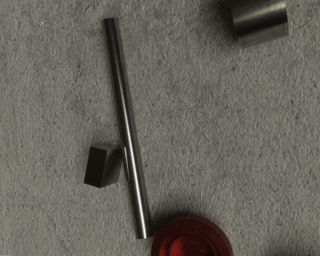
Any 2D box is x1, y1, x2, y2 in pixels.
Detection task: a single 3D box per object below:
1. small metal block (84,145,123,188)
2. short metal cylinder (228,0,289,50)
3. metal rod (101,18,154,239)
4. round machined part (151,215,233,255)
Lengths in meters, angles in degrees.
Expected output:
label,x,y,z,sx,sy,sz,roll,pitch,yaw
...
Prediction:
label,x,y,z,sx,sy,sz,roll,pitch,yaw
small metal block,-0.075,0.050,0.422,0.025,0.050,0.050,13,94,19
short metal cylinder,0.106,-0.133,0.342,0.050,0.080,0.080,-13,86,19
metal rod,-0.046,-0.002,0.424,0.025,0.025,0.298,-11,86,19
round machined part,0.042,0.157,0.385,0.098,0.042,0.097,0,90,20
